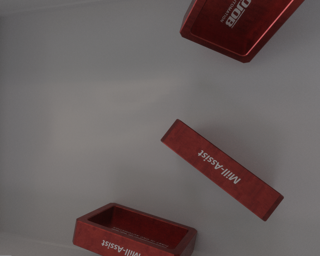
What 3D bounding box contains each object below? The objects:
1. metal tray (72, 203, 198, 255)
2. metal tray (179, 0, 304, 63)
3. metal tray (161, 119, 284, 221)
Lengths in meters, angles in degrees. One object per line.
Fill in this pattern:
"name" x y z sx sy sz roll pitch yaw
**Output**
"metal tray" -0.028 0.135 0.385 0.130 0.090 0.030 12 94 19
"metal tray" 0.086 -0.131 0.315 0.090 0.129 0.030 20 58 -9
"metal tray" 0.068 0.046 0.349 0.130 0.090 0.030 37 90 16
